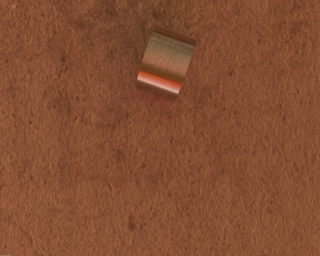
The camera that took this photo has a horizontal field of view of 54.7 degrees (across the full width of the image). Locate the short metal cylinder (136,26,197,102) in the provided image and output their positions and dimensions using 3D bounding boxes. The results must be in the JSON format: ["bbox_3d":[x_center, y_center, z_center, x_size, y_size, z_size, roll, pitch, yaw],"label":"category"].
[{"bbox_3d":[0.008,-0.078,0.383,0.050,0.080,0.080,19,90,0],"label":"short metal cylinder"}]
